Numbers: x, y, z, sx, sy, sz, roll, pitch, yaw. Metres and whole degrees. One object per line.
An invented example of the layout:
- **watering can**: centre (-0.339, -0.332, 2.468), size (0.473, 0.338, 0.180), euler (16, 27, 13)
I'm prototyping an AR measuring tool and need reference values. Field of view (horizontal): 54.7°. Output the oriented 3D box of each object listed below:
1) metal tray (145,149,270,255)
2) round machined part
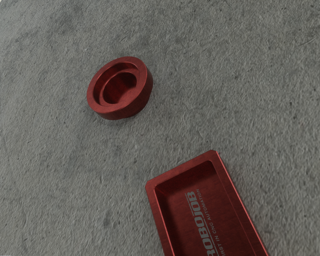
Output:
- **metal tray**: centre (0.045, 0.097, 0.316), size (0.090, 0.030, 0.130), euler (-28, 52, 10)
- **round machined part**: centre (-0.054, -0.053, 0.452), size (0.098, 0.042, 0.098), euler (-13, 56, 20)
